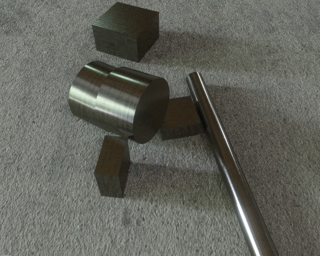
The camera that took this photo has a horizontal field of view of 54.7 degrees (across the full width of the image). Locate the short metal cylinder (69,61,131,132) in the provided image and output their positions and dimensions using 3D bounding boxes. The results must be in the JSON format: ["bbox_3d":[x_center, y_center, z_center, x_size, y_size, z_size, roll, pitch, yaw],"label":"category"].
[{"bbox_3d":[-0.070,-0.041,0.401,0.050,0.080,0.080,25,54,19],"label":"short metal cylinder"}]

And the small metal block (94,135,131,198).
[{"bbox_3d":[-0.052,0.044,0.350,0.025,0.050,0.050,5,50,4],"label":"small metal block"}]

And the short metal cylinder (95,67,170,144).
[{"bbox_3d":[-0.030,-0.027,0.365,0.050,0.080,0.080,21,53,23],"label":"short metal cylinder"}]

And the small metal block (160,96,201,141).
[{"bbox_3d":[0.022,-0.014,0.415,0.050,0.025,0.050,-9,51,-8],"label":"small metal block"}]

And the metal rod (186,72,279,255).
[{"bbox_3d":[0.080,0.038,0.371,0.025,0.025,0.300,-8,51,-7],"label":"metal rod"}]

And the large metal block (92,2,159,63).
[{"bbox_3d":[-0.055,-0.163,0.524,0.080,0.050,0.080,20,53,16],"label":"large metal block"}]
